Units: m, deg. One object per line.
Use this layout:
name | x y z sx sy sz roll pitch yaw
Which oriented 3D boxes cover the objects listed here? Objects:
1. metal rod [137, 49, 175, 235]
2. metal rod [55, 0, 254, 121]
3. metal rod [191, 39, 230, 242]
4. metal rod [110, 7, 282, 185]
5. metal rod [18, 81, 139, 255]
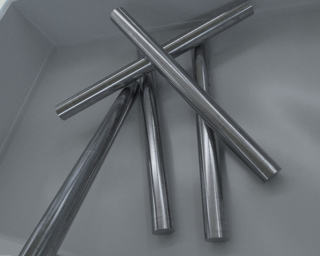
metal rod | -0.011 -0.011 0.418 0.025 0.025 0.299 -19 54 17
metal rod | -0.013 -0.092 0.431 0.301 0.025 0.025 -28 52 7
metal rod | 0.057 -0.016 0.385 0.025 0.025 0.299 -13 56 21
metal rod | 0.028 -0.055 0.378 0.025 0.025 0.300 -40 66 1
metal rod | -0.069 0.022 0.347 0.025 0.025 0.301 -13 30 21
